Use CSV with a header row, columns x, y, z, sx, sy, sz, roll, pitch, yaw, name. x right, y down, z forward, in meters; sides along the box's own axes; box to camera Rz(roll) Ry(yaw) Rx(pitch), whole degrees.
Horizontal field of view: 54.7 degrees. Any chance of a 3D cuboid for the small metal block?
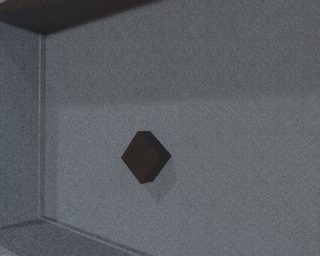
x,y,z,sx,sy,sz,roll,pitch,yaw,name
-0.020,0.039,0.421,0.050,0.025,0.050,48,118,29,small metal block
